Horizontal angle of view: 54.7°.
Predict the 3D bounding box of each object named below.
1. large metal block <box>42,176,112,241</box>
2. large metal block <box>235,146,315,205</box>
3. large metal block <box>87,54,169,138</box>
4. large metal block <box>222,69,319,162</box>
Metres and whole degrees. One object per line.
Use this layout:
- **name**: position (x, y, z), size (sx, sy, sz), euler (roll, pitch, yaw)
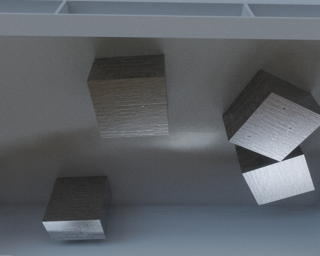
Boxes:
- **large metal block**: position (-0.122, 0.122, 0.475), size (0.080, 0.080, 0.050), euler (-3, 130, 2)
- **large metal block**: position (0.164, 0.058, 0.443), size (0.080, 0.050, 0.080), euler (-21, 127, 17)
- **large metal block**: position (-0.032, -0.036, 0.361), size (0.080, 0.050, 0.080), euler (-3, 130, 2)
- **large metal block**: position (0.137, -0.013, 0.382), size (0.080, 0.050, 0.080), euler (21, 127, -17)
